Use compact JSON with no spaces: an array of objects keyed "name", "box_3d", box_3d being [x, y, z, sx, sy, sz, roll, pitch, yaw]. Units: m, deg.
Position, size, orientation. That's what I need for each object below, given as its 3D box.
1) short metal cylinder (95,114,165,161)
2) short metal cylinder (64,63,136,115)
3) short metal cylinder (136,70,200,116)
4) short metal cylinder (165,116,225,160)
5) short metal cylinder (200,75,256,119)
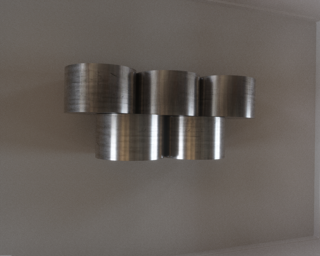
[{"name":"short metal cylinder","box_3d":[-0.035,0.010,0.366,0.081,0.080,0.050,1,90,-20]},{"name":"short metal cylinder","box_3d":[-0.068,-0.041,0.354,0.081,0.080,0.050,1,90,-20]},{"name":"short metal cylinder","box_3d":[0.009,-0.039,0.382,0.081,0.080,0.050,1,90,-20]},{"name":"short metal cylinder","box_3d":[0.042,0.011,0.395,0.081,0.080,0.050,1,90,-20]},{"name":"short metal cylinder","box_3d":[0.085,-0.038,0.410,0.081,0.080,0.050,2,90,-20]}]
